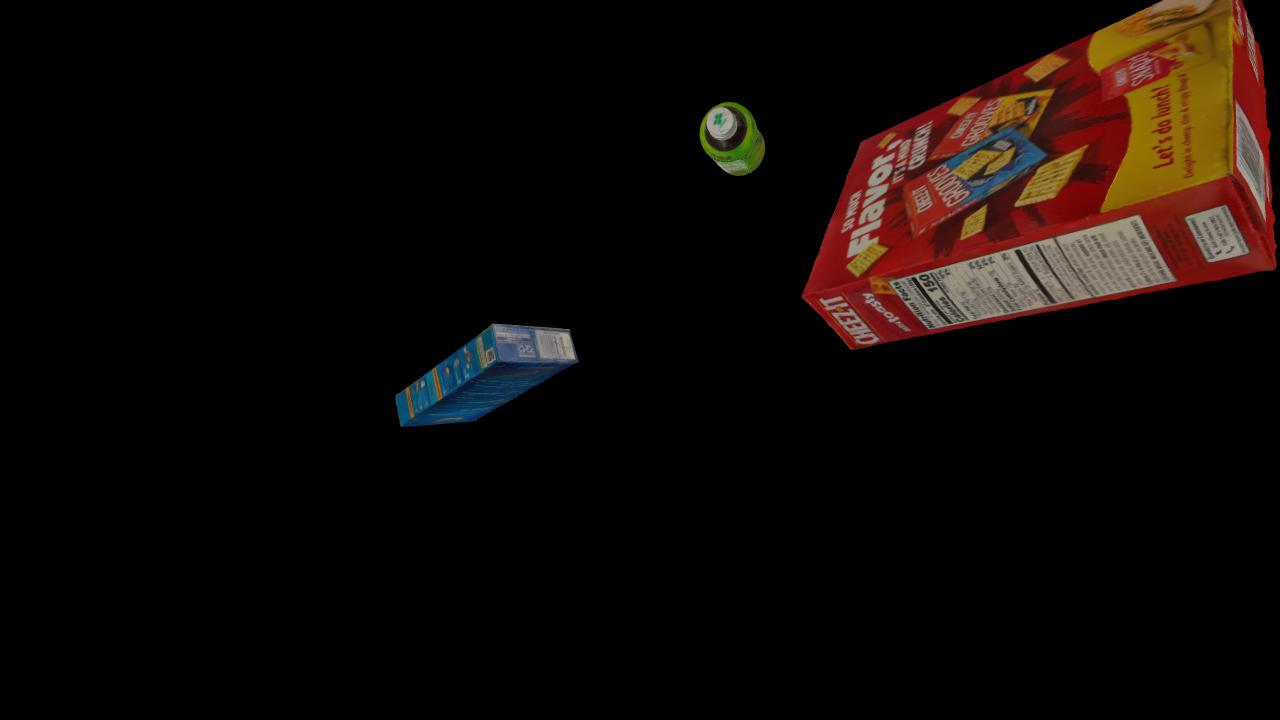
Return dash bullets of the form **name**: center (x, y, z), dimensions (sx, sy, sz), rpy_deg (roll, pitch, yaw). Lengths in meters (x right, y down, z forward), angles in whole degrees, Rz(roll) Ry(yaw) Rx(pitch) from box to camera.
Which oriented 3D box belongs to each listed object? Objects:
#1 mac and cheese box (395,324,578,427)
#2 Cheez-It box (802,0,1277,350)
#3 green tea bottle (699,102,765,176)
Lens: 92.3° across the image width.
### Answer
- **mac and cheese box**: center (-0.154, 0.019, 0.604), dimensions (0.184, 0.041, 0.093), rpy_deg (-27, -17, 38)
- **Cheez-It box**: center (0.225, -0.104, 0.377), dimensions (0.071, 0.166, 0.223), rpy_deg (41, -30, -24)
- **green tea bottle**: center (0.116, -0.278, 0.775), dimensions (0.073, 0.073, 0.212), rpy_deg (0, 11, 15)
